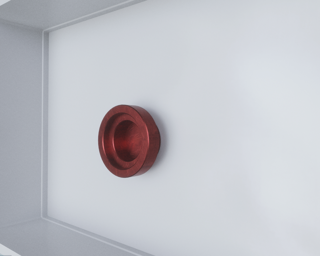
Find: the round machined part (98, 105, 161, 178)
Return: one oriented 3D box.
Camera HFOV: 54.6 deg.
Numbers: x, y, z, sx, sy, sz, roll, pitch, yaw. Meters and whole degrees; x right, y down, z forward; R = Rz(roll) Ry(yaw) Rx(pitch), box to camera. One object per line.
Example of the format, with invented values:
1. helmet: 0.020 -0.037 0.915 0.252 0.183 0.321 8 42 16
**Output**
1. round machined part: -0.038 0.017 0.428 0.098 0.042 0.097 0 90 40
